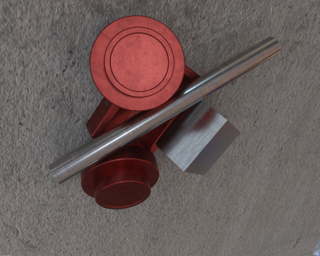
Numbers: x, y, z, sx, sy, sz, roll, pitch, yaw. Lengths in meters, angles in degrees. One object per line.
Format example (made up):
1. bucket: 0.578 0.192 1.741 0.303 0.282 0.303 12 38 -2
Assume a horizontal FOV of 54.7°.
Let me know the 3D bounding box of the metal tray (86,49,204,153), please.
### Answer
1. metal tray: -0.017 -0.029 0.378 0.090 0.030 0.130 27 103 -38

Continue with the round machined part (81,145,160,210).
1. round machined part: -0.048 0.068 0.391 0.099 0.042 0.097 -9 140 -7

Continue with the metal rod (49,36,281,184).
1. metal rod: 0.013 -0.026 0.362 0.301 0.025 0.025 -31 129 -9

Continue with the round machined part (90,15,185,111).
1. round machined part: -0.022 -0.066 0.318 0.099 0.042 0.097 -1 97 -8

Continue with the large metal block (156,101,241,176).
1. large metal block: 0.054 0.014 0.412 0.080 0.050 0.080 -51 153 7
